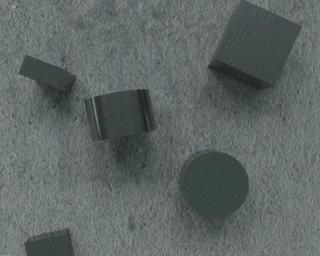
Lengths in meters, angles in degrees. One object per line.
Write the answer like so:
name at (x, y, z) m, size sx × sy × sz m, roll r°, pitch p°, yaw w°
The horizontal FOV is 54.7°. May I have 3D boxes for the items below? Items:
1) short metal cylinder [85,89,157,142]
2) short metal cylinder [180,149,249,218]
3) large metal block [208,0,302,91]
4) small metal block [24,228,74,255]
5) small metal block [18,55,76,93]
short metal cylinder at (-0.048, -0.015, 0.382) m, size 0.080 × 0.080 × 0.050 m, roll -10°, pitch 90°, yaw 0°
short metal cylinder at (0.067, 0.069, 0.398) m, size 0.081 × 0.050 × 0.079 m, roll 0°, pitch 90°, yaw -1°
large metal block at (0.119, -0.104, 0.399) m, size 0.080 × 0.050 × 0.080 m, roll 25°, pitch 90°, yaw -1°
small metal block at (-0.144, 0.166, 0.408) m, size 0.050 × 0.025 × 0.050 m, roll -12°, pitch 90°, yaw -1°
small metal block at (-0.142, -0.068, 0.396) m, size 0.050 × 0.050 × 0.025 m, roll 21°, pitch 90°, yaw -1°
